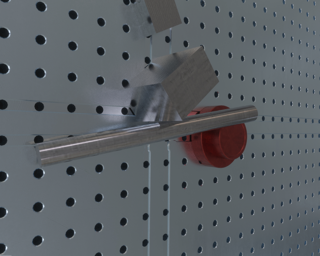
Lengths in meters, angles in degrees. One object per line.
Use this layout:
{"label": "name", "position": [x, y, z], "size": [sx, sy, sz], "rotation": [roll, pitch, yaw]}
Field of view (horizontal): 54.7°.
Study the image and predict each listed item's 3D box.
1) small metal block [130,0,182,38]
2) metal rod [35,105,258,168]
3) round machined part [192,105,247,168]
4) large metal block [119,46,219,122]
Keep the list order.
{"label": "small metal block", "position": [-0.004, -0.152, 0.405], "size": [0.050, 0.025, 0.050], "rotation": [-33, 111, -35]}
{"label": "metal rod", "position": [0.007, 0.003, 0.384], "size": [0.303, 0.025, 0.025], "rotation": [-11, 97, -30]}
{"label": "round machined part", "position": [0.098, 0.014, 0.480], "size": [0.099, 0.042, 0.097], "rotation": [0, 91, -40]}
{"label": "large metal block", "position": [0.011, -0.052, 0.383], "size": [0.080, 0.080, 0.050], "rotation": [-46, 118, -30]}
